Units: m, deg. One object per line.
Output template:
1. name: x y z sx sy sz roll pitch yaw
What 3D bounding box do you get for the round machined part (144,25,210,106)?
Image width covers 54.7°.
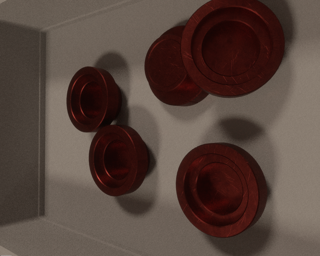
1. round machined part: 0.020 -0.076 0.378 0.098 0.042 0.097 0 90 39

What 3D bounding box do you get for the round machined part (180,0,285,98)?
1. round machined part: 0.072 -0.079 0.318 0.098 0.042 0.097 0 90 9

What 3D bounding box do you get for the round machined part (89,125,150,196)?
1. round machined part: -0.053 0.044 0.437 0.098 0.042 0.097 0 90 39

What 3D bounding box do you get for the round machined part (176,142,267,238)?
1. round machined part: 0.069 0.064 0.338 0.098 0.042 0.097 0 90 39

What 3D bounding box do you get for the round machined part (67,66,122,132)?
1. round machined part: -0.096 -0.042 0.473 0.098 0.042 0.097 0 90 39
